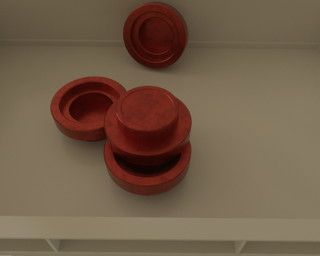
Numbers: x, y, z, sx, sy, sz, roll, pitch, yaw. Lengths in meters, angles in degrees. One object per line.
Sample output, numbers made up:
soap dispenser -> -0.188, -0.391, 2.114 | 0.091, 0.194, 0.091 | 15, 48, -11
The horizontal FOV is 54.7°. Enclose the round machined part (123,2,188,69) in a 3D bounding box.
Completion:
round machined part -> -0.004, -0.146, 0.485 | 0.098, 0.097, 0.042 | 11, 32, 9

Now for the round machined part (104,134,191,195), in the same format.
round machined part -> -0.014, 0.035, 0.364 | 0.099, 0.042, 0.098 | 0, 50, 0

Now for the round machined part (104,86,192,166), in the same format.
round machined part -> -0.014, -0.010, 0.348 | 0.099, 0.042, 0.098 | 0, 50, 0

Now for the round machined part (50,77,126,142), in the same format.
round machined part -> -0.089, -0.021, 0.410 | 0.099, 0.042, 0.098 | 0, 50, 0
